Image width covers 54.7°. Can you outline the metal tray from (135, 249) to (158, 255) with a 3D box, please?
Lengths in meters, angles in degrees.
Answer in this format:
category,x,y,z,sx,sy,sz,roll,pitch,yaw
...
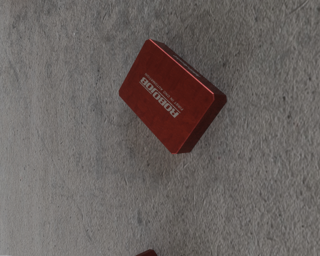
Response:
category,x,y,z,sx,sy,sz,roll,pitch,yaw
metal tray,-0.026,0.243,0.423,0.090,0.030,0.129,47,118,29

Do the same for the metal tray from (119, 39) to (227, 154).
category,x,y,z,sx,sy,sz,roll,pitch,yaw
metal tray,0.010,-0.041,0.394,0.130,0.030,0.089,47,118,29
